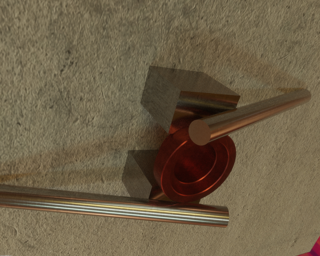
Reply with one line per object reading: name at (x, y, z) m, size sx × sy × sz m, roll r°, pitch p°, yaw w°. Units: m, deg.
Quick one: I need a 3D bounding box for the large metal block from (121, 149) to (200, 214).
large metal block at (0.003, 0.071, 0.420) m, size 0.081 × 0.080 × 0.050 m, roll 1°, pitch 118°, yaw -29°

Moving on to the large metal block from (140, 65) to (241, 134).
large metal block at (0.033, -0.034, 0.371) m, size 0.081 × 0.080 × 0.050 m, roll 1°, pitch 118°, yaw -29°

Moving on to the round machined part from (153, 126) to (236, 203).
round machined part at (0.037, 0.037, 0.365) m, size 0.099 × 0.042 × 0.097 m, roll -14°, pitch 125°, yaw -21°

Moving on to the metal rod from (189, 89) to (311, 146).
metal rod at (0.137, -0.024, 0.401) m, size 0.302 × 0.025 × 0.025 m, roll -16°, pitch 128°, yaw -47°

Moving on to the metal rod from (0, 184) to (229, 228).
metal rod at (-0.070, 0.088, 0.354) m, size 0.302 × 0.025 × 0.025 m, roll 7°, pitch 117°, yaw -7°
